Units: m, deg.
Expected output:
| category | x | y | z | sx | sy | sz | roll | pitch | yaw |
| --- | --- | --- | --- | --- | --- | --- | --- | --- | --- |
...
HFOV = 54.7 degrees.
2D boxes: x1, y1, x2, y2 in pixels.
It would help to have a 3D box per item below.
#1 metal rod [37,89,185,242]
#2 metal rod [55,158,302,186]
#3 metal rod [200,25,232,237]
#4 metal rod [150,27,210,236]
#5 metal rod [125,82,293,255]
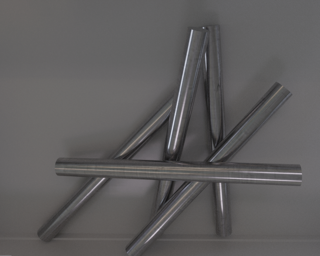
| category | x | y | z | sx | sy | sz | roll | pitch | yaw |
| --- | --- | --- | --- | --- | --- | --- | --- | --- | --- |
| metal rod | -0.072 | 0.059 | 0.432 | 0.025 | 0.025 | 0.299 | 41 | 105 | -14 |
| metal rod | 0.012 | 0.053 | 0.386 | 0.301 | 0.025 | 0.025 | 0 | 111 | 12 |
| metal rod | 0.077 | 0.018 | 0.418 | 0.025 | 0.025 | 0.298 | -7 | 110 | 2 |
| metal rod | 0.018 | 0.024 | 0.400 | 0.025 | 0.025 | 0.298 | 9 | 117 | -3 |
| metal rod | 0.055 | 0.064 | 0.405 | 0.025 | 0.025 | 0.299 | 37 | 103 | -13 |
